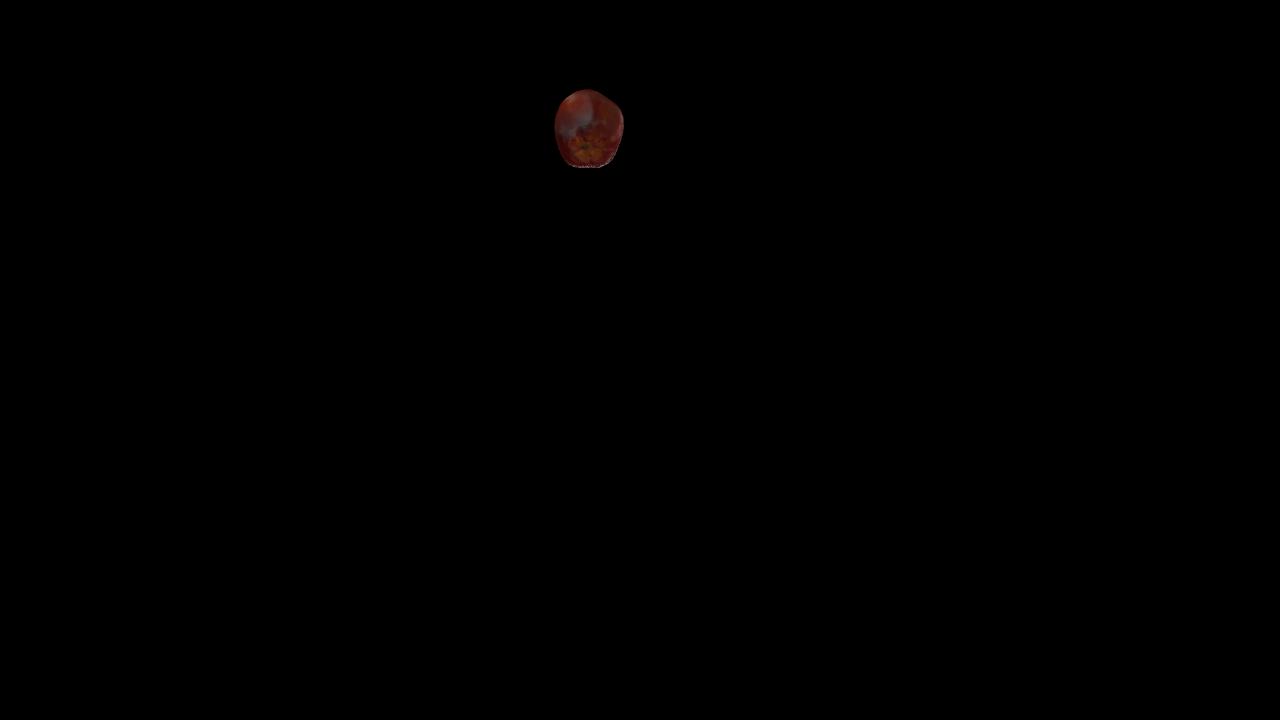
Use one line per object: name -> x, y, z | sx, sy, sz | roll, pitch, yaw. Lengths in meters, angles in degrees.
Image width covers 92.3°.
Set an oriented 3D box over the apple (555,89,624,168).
apple -> -0.056, -0.246, 0.662 | 0.079, 0.079, 0.093 | -3, 45, -3
